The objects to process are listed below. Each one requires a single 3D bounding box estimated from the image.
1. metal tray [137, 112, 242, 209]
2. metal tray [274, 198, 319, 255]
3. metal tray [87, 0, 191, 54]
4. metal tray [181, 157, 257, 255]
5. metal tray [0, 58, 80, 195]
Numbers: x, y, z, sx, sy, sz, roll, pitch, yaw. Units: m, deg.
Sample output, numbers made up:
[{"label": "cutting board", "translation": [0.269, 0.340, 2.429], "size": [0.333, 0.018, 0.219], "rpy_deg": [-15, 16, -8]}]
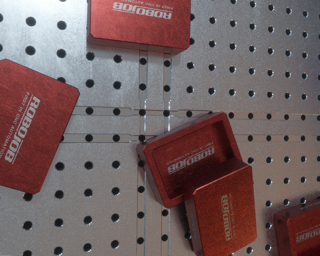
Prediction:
[{"label": "metal tray", "translation": [0.045, 0.041, 0.427], "size": [0.131, 0.030, 0.090], "rpy_deg": [-23, 98, -19]}, {"label": "metal tray", "translation": [0.254, 0.169, 0.506], "size": [0.131, 0.030, 0.089], "rpy_deg": [-11, 94, -20]}, {"label": "metal tray", "translation": [-0.026, -0.150, 0.401], "size": [0.131, 0.030, 0.089], "rpy_deg": [2, 90, -21]}, {"label": "metal tray", "translation": [0.084, 0.114, 0.422], "size": [0.091, 0.030, 0.129], "rpy_deg": [-20, 115, -20]}, {"label": "metal tray", "translation": [-0.158, -0.001, 0.352], "size": [0.091, 0.030, 0.130], "rpy_deg": [23, 82, -19]}]
